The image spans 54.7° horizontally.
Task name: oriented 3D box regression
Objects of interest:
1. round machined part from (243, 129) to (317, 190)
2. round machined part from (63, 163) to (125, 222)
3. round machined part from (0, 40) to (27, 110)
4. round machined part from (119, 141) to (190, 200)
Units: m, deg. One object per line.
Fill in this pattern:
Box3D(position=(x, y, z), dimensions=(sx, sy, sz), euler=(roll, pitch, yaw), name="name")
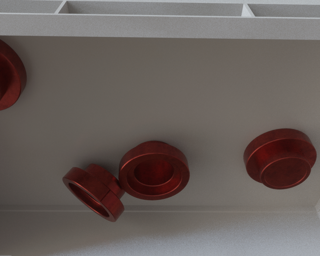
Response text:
Box3D(position=(0.173, 0.051, 0.443), dimensions=(0.099, 0.042, 0.097), euler=(0, 130, 0), name="round machined part")
Box3D(position=(-0.090, 0.089, 0.452), dimensions=(0.098, 0.042, 0.098), euler=(29, 150, 19), name="round machined part")
Box3D(position=(-0.208, -0.056, 0.348), dimensions=(0.099, 0.042, 0.097), euler=(0, 130, 0), name="round machined part")
Box3D(position=(-0.009, 0.056, 0.443), dimensions=(0.099, 0.042, 0.097), euler=(-2, 129, -3), name="round machined part")
